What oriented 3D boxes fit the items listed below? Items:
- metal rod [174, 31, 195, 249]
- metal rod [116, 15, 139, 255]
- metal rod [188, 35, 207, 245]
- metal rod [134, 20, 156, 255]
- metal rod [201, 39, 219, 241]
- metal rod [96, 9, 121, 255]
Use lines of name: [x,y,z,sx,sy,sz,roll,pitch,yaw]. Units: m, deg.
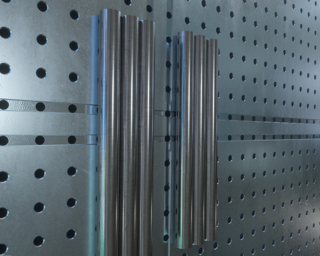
metal rod: [0.035,0.016,0.436,0.025,0.025,0.298,1,89,-40]
metal rod: [-0.039,0.017,0.375,0.025,0.025,0.298,1,89,-40]
metal rod: [0.054,0.017,0.452,0.025,0.025,0.298,1,89,-40]
metal rod: [-0.020,0.017,0.391,0.025,0.025,0.298,1,89,-40]
metal rod: [0.075,0.017,0.470,0.025,0.025,0.298,1,89,-40]
metal rod: [-0.059,0.016,0.358,0.025,0.025,0.298,1,89,-40]
